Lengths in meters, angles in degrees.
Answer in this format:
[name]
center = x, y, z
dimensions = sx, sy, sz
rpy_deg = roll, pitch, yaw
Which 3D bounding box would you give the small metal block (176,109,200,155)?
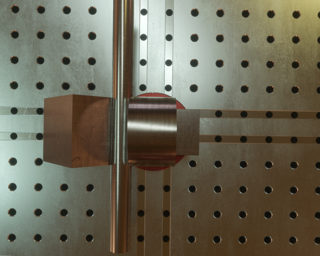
[small metal block]
center = 0.030, 0.004, 0.359
dimensions = 0.025, 0.050, 0.050
rpy_deg = 1, 90, 0

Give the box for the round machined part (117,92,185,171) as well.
[round machined part]
center = -0.008, 0.004, 0.404
dimensions = 0.099, 0.042, 0.097
rpy_deg = 0, 90, -1

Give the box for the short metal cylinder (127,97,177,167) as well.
[short metal cylinder]
center = -0.008, 0.004, 0.356
dimensions = 0.050, 0.080, 0.079
rpy_deg = 1, 90, 0

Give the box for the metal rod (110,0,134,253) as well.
[metal rod]
center = -0.046, -0.004, 0.371
dimensions = 0.025, 0.025, 0.298
rpy_deg = 1, 90, -1

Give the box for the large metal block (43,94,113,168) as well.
[large metal block]
center = -0.102, 0.003, 0.379
dimensions = 0.050, 0.080, 0.079
rpy_deg = 1, 90, -42
